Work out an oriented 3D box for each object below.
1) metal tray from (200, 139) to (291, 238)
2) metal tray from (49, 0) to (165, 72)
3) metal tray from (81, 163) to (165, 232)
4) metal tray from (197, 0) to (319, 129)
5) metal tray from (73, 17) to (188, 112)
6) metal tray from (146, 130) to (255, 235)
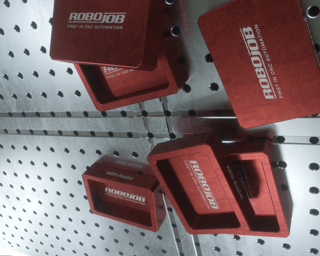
[{"bbox_3d":[0.109,0.080,0.400,0.090,0.030,0.129,-8,115,32],"label":"metal tray"},{"bbox_3d":[-0.061,-0.114,0.339,0.130,0.030,0.089,11,98,28],"label":"metal tray"},{"bbox_3d":[-0.060,0.114,0.510,0.130,0.030,0.089,9,122,23],"label":"metal tray"},{"bbox_3d":[0.105,-0.069,0.310,0.090,0.030,0.130,-14,111,34],"label":"metal tray"},{"bbox_3d":[-0.042,-0.076,0.383,0.130,0.030,0.090,-10,113,32],"label":"metal tray"},{"bbox_3d":[0.052,0.073,0.386,0.090,0.030,0.130,-15,111,34],"label":"metal tray"}]
